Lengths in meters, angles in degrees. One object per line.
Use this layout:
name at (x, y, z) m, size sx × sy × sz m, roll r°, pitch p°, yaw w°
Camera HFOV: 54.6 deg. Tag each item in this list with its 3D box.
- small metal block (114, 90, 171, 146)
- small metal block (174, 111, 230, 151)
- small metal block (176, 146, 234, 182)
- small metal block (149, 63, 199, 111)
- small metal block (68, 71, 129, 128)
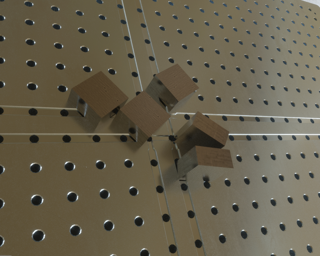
small metal block at (-0.023, -0.013, 0.404) m, size 0.050 × 0.025 × 0.050 m, roll 44°, pitch 51°, yaw 2°
small metal block at (0.055, 0.012, 0.414) m, size 0.050 × 0.050 × 0.025 m, roll 33°, pitch 52°, yaw -7°
small metal block at (0.056, 0.047, 0.393) m, size 0.050 × 0.050 × 0.025 m, roll 8°, pitch 58°, yaw -24°
small metal block at (0.021, -0.061, 0.456) m, size 0.050 × 0.025 × 0.050 m, roll -35°, pitch 82°, yaw -38°
small metal block at (-0.077, -0.037, 0.389) m, size 0.050 × 0.025 × 0.050 m, roll 45°, pitch 51°, yaw 3°
